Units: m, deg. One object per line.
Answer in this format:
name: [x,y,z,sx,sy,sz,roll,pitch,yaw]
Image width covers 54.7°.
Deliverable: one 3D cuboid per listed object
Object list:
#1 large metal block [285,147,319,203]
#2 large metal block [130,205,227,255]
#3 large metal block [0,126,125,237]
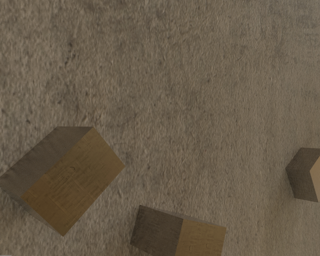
large metal block: [0.319,0.098,0.661,0.080,0.050,0.080,-38,113,-34]
large metal block: [0.023,0.136,0.391,0.080,0.080,0.050,24,75,-38]
large metal block: [-0.094,0.043,0.291,0.080,0.080,0.050,-49,120,-29]
